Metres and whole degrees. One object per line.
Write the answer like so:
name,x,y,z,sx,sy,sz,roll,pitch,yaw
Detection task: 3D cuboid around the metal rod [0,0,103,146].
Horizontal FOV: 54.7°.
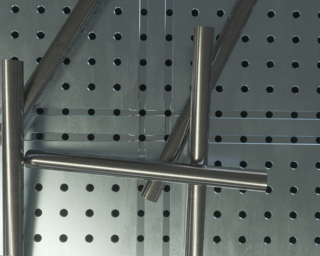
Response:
metal rod,-0.131,-0.107,0.411,0.025,0.025,0.299,32,90,-1

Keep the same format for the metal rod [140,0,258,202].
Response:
metal rod,0.052,-0.040,0.414,0.025,0.025,0.299,27,90,-1

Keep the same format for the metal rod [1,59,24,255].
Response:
metal rod,-0.187,0.066,0.394,0.025,0.025,0.298,3,97,-1

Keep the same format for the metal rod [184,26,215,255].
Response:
metal rod,0.049,0.027,0.395,0.025,0.025,0.298,2,98,-1

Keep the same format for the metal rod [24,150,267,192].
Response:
metal rod,-0.026,0.051,0.385,0.301,0.025,0.025,4,90,10
